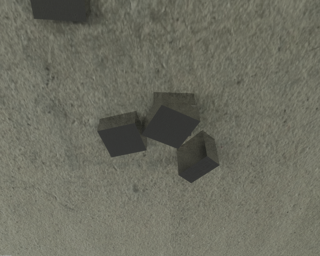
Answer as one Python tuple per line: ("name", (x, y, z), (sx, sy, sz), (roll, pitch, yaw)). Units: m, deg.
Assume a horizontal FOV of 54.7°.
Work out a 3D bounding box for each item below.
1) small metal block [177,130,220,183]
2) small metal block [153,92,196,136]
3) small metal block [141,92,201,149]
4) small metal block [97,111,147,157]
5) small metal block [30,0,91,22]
("small metal block", (0.051, 0.039, 0.425), (0.025, 0.050, 0.050), (36, 121, -27))
("small metal block", (0.016, -0.017, 0.393), (0.050, 0.025, 0.050), (2, 130, -2))
("small metal block", (0.012, -0.008, 0.368), (0.050, 0.025, 0.050), (22, 126, -18))
("small metal block", (-0.049, 0.009, 0.414), (0.050, 0.025, 0.050), (-12, 129, 9))
("small metal block", (-0.095, -0.131, 0.294), (0.050, 0.025, 0.050), (2, 130, -3))
